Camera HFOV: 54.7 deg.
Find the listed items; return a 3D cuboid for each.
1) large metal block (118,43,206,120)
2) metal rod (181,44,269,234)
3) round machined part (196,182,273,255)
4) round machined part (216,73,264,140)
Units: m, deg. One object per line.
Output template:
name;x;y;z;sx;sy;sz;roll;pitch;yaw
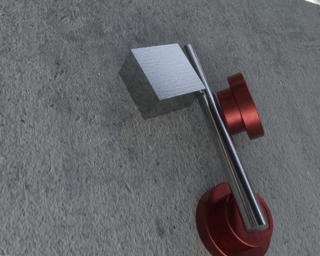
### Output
large metal block;0.002;-0.066;0.429;0.081;0.050;0.080;-18;71;-35
metal rod;0.075;-0.010;0.417;0.025;0.025;0.299;6;49;-25
round machined part;0.096;0.112;0.376;0.099;0.042;0.098;14;56;-21
round machined part;0.113;-0.027;0.449;0.098;0.042;0.098;-21;90;-76
